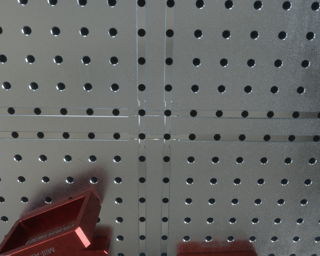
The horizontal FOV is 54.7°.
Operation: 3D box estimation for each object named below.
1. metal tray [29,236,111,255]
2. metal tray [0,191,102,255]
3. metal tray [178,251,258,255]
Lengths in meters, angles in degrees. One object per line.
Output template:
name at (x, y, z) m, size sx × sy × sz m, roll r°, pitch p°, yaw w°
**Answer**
metal tray at (-0.146, 0.216, 0.488) m, size 0.131 × 0.030 × 0.089 m, roll 3°, pitch 110°, yaw -2°
metal tray at (-0.153, 0.144, 0.429) m, size 0.130 × 0.090 × 0.030 m, roll -22°, pitch 109°, yaw 7°
metal tray at (0.094, 0.248, 0.503) m, size 0.131 × 0.030 × 0.089 m, roll -2°, pitch 110°, yaw 0°
